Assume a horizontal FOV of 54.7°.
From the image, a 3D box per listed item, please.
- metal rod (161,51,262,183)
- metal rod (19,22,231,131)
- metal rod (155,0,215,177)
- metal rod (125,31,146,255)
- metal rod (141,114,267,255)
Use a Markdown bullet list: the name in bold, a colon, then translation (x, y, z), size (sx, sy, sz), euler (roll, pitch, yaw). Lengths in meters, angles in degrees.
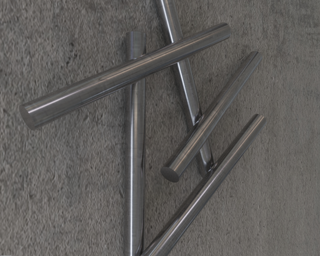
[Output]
- **metal rod**: translation (0.090, -0.035, 0.452), size (0.301, 0.025, 0.025), euler (-49, 119, -38)
- **metal rod**: translation (-0.013, -0.074, 0.359), size (0.302, 0.025, 0.025), euler (-32, 110, -35)
- **metal rod**: translation (0.035, -0.069, 0.433), size (0.025, 0.025, 0.298), euler (-26, 106, -37)
- **metal rod**: translation (-0.030, 0.035, 0.379), size (0.025, 0.025, 0.298), euler (0, 90, -40)
- **metal rod**: translation (0.070, 0.077, 0.429), size (0.301, 0.025, 0.025), euler (-44, 117, -31)
